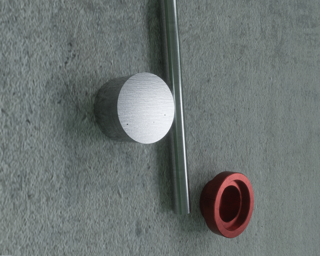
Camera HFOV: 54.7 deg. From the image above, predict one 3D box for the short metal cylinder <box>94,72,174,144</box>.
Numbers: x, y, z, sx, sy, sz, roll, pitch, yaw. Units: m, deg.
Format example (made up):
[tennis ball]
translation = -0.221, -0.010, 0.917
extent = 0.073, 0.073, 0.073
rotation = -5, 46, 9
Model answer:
[short metal cylinder]
translation = -0.030, -0.022, 0.365
extent = 0.081, 0.050, 0.079
rotation = 0, 90, -40

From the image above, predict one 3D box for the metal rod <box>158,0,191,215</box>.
[metal rod]
translation = 0.020, -0.031, 0.423
extent = 0.025, 0.025, 0.298
rotation = -7, 95, -40

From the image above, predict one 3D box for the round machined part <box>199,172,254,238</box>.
[round machined part]
translation = 0.100, 0.116, 0.480
extent = 0.099, 0.042, 0.097
rotation = 0, 90, -40
